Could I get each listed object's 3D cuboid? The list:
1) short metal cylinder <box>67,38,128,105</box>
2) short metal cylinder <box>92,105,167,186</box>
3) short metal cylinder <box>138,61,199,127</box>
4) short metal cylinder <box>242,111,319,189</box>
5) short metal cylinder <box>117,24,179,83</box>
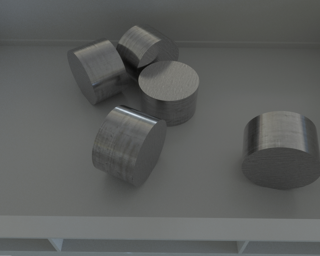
[{"bbox_3d":[-0.088,-0.080,0.436,0.050,0.080,0.080,-29,56,-22],"label":"short metal cylinder"},{"bbox_3d":[-0.033,0.019,0.353,0.050,0.080,0.080,21,53,17],"label":"short metal cylinder"},{"bbox_3d":[0.012,-0.048,0.429,0.080,0.050,0.080,0,50,0],"label":"short metal cylinder"},{"bbox_3d":[0.134,0.026,0.348,0.080,0.080,0.050,9,51,8],"label":"short metal cylinder"},{"bbox_3d":[-0.019,-0.105,0.457,0.080,0.080,0.050,-34,58,-25],"label":"short metal cylinder"}]
